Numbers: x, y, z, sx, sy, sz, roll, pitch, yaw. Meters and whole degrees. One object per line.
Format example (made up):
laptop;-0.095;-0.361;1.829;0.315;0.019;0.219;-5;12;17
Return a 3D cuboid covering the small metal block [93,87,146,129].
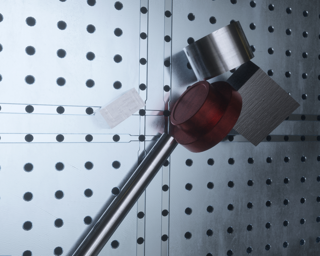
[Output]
small metal block;-0.051;-0.023;0.381;0.050;0.050;0.025;-37;102;-16

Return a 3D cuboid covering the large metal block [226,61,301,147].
large metal block;0.127;-0.035;0.429;0.080;0.050;0.080;36;108;-19

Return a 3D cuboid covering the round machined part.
round machined part;0.051;-0.021;0.392;0.042;0.098;0.098;37;78;-24

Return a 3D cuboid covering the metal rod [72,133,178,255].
metal rod;-0.073;0.131;0.386;0.025;0.025;0.300;41;77;-16

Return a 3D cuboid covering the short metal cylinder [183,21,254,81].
short metal cylinder;0.077;-0.101;0.413;0.080;0.080;0.050;-29;99;-18
